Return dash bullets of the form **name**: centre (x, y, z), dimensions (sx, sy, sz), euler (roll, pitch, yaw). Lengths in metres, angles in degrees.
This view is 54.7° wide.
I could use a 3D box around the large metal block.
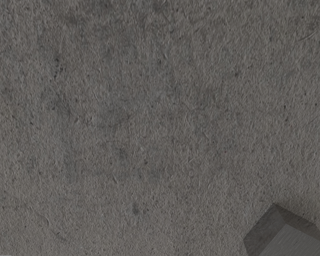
- **large metal block**: centre (0.186, 0.172, 0.461), dimensions (0.080, 0.050, 0.080), euler (28, 108, -10)
